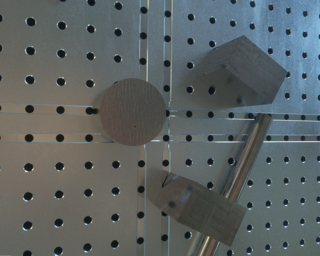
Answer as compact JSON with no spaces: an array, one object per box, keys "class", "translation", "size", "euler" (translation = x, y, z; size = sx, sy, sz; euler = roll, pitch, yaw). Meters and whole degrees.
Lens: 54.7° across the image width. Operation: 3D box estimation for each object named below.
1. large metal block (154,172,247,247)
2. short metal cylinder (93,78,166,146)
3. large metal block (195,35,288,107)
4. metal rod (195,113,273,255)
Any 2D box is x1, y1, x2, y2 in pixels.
[{"class":"large metal block","translation":[0.050,0.103,0.403],"size":[0.080,0.080,0.050],"euler":[30,80,-18]},{"class":"short metal cylinder","translation":[-0.039,-0.019,0.386],"size":[0.081,0.050,0.079],"euler":[0,90,-21]},{"class":"large metal block","translation":[0.109,-0.073,0.425],"size":[0.080,0.080,0.050],"euler":[33,79,-18]},{"class":"metal rod","translation":[0.095,0.115,0.449],"size":[0.025,0.025,0.299],"euler":[29,80,-18]}]
